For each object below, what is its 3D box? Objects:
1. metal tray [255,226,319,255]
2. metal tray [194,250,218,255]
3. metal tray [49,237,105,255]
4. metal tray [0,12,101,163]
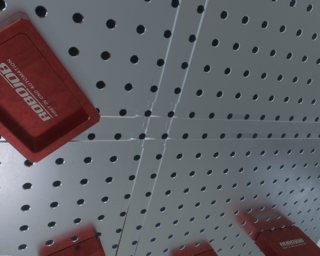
[{"bbox_3d":[0.290,0.269,0.692,0.131,0.090,0.030,3,117,-30],"label":"metal tray"},{"bbox_3d":[0.071,0.318,0.642,0.091,0.030,0.129,-5,121,-26],"label":"metal tray"},{"bbox_3d":[-0.124,0.238,0.486,0.091,0.030,0.129,-18,126,-18],"label":"metal tray"},{"bbox_3d":[-0.133,-0.035,0.313,0.090,0.030,0.130,-35,129,-5],"label":"metal tray"}]
